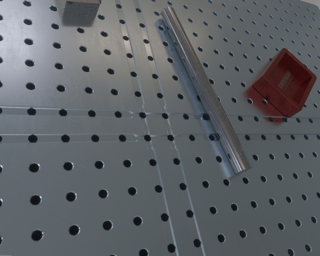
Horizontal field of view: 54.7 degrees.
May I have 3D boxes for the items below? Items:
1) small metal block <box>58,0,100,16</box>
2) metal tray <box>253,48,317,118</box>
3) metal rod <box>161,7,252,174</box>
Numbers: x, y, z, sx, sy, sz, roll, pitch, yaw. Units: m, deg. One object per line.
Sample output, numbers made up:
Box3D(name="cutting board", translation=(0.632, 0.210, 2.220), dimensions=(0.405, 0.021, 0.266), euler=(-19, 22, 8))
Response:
Box3D(name="small metal block", translation=(-0.124, -0.196, 0.461), dimensions=(0.050, 0.025, 0.050), euler=(-10, 67, -33))
Box3D(name="metal tray", translation=(0.240, -0.089, 0.588), dimensions=(0.090, 0.030, 0.131), euler=(43, 51, 1))
Box3D(name="metal rod", translation=(0.065, -0.070, 0.486), dimensions=(0.025, 0.025, 0.299), euler=(-9, 66, -32))
